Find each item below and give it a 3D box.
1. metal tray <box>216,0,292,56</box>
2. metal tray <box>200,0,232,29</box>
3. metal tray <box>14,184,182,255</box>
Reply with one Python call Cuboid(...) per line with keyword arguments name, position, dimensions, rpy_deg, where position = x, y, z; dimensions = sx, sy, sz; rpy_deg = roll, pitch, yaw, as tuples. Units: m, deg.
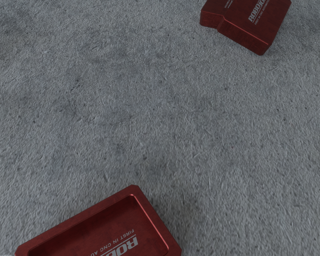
Cuboid(name="metal tray", position=(0.165, -0.196, 0.538), dimensions=(0.090, 0.030, 0.130), rpy_deg=(31, 62, 2))
Cuboid(name="metal tray", position=(0.140, -0.235, 0.598), dimensions=(0.090, 0.030, 0.130), rpy_deg=(18, 52, 14))
Cuboid(name="metal tray", position=(-0.056, 0.123, 0.295), dimensions=(0.131, 0.030, 0.090), rpy_deg=(-26, 55, -21))
